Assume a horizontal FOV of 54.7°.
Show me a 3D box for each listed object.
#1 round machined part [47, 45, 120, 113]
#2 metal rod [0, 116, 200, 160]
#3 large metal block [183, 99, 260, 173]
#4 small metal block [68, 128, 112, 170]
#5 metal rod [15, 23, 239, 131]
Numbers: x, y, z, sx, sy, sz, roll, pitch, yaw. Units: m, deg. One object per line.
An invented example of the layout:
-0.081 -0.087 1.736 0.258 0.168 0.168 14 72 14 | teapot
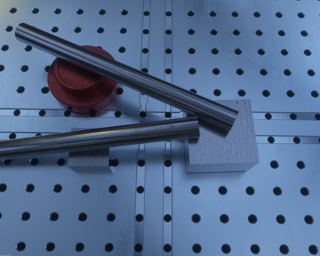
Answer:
-0.106 -0.074 0.428 0.099 0.042 0.098 0 70 -1 | round machined part
-0.104 0.016 0.375 0.301 0.025 0.025 -7 70 8 | metal rod
0.073 0.011 0.392 0.081 0.050 0.080 -2 70 -1 | large metal block
-0.089 0.028 0.401 0.050 0.025 0.050 0 70 -1 | small metal block
-0.049 -0.068 0.385 0.301 0.025 0.025 24 72 11 | metal rod
